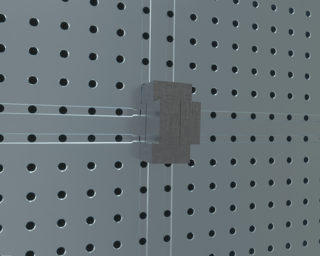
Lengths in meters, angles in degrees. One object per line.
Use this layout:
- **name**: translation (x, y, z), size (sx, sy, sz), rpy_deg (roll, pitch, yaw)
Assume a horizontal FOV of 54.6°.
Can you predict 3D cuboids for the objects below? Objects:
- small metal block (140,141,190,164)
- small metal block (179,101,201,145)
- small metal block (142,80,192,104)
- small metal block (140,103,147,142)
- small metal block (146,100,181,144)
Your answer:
- **small metal block**: translation (0.005, 0.031, 0.401), size (0.050, 0.050, 0.025), rpy_deg (2, 90, -20)
- **small metal block**: translation (0.027, -0.006, 0.382), size (0.025, 0.050, 0.050), rpy_deg (2, 89, -19)
- **small metal block**: translation (0.008, -0.044, 0.401), size (0.050, 0.050, 0.025), rpy_deg (2, 90, -20)
- **small metal block**: translation (0.002, -0.007, 0.412), size (0.050, 0.025, 0.050), rpy_deg (2, 90, -19)
- **small metal block**: translation (0.003, -0.007, 0.373), size (0.025, 0.050, 0.050), rpy_deg (2, 90, -20)
